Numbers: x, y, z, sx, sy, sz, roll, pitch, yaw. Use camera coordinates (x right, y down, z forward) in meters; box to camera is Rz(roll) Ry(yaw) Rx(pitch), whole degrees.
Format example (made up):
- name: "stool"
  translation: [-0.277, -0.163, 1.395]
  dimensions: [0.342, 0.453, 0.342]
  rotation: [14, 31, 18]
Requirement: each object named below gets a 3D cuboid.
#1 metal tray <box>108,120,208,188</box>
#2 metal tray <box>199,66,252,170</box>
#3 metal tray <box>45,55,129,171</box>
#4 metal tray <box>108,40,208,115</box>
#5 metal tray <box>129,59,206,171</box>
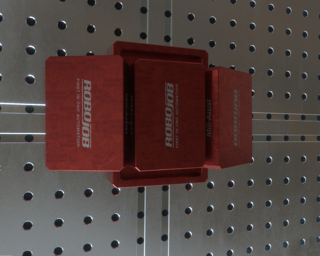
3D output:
- name: "metal tray"
  translation: [-0.001, 0.029, 0.411]
  dimensions: [0.131, 0.030, 0.089]
  rotation: [0, 90, -21]
- name: "metal tray"
  translation: [0.092, -0.013, 0.425]
  dimensions: [0.091, 0.030, 0.129]
  rotation: [-1, 91, -47]
- name: "metal tray"
  translation: [-0.084, -0.017, 0.360]
  dimensions: [0.091, 0.030, 0.129]
  rotation: [0, 90, 5]
- name: "metal tray"
  translation: [-0.001, -0.061, 0.410]
  dimensions: [0.131, 0.030, 0.089]
  rotation: [0, 90, -21]
- name: "metal tray"
  translation: [0.009, -0.015, 0.382]
  dimensions: [0.091, 0.030, 0.129]
  rotation: [0, 90, -21]
